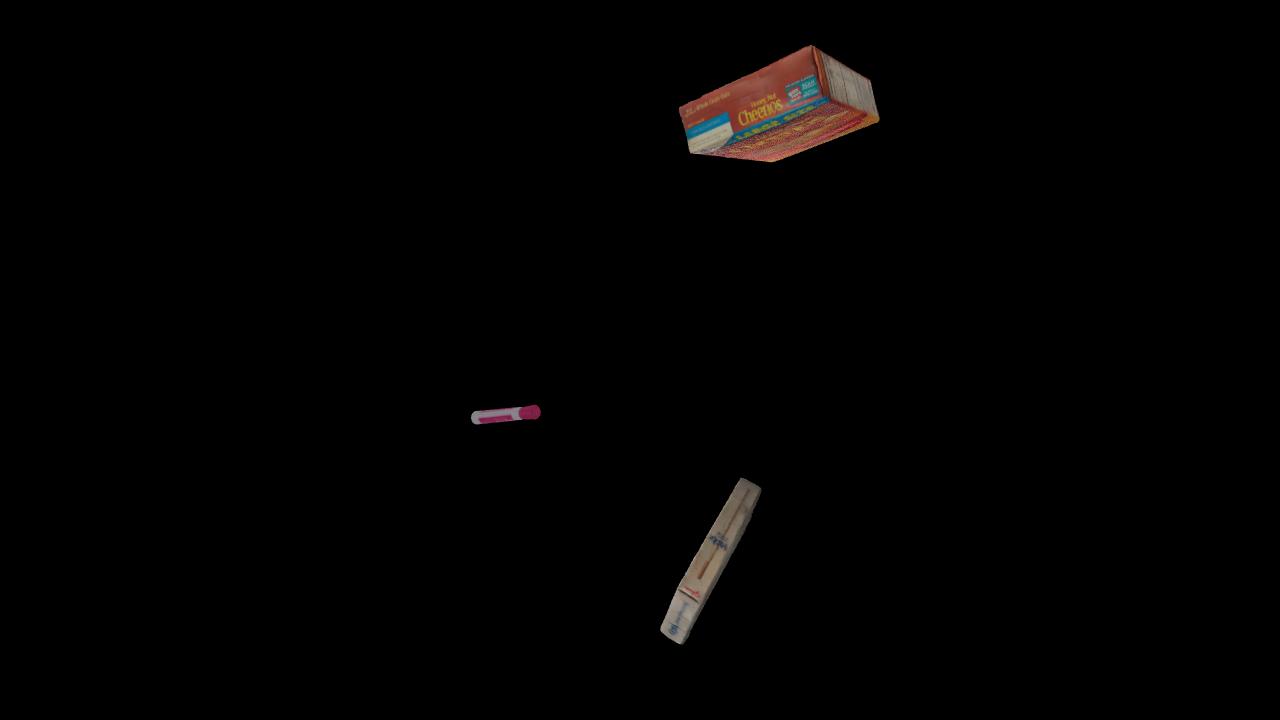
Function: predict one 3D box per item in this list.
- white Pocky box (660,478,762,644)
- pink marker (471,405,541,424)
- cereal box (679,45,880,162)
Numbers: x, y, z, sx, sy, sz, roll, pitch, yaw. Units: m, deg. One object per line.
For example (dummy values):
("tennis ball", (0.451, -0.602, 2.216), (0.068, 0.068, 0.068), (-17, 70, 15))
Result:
("white Pocky box", (0.073, 0.195, 0.608), (0.028, 0.084, 0.154), (27, 43, 17))
("pink marker", (-0.178, 0.073, 0.818), (0.121, 0.020, 0.020), (-8, -5, 35))
("cereal box", (0.223, -0.374, 0.938), (0.203, 0.081, 0.306), (-12, 7, 35))
